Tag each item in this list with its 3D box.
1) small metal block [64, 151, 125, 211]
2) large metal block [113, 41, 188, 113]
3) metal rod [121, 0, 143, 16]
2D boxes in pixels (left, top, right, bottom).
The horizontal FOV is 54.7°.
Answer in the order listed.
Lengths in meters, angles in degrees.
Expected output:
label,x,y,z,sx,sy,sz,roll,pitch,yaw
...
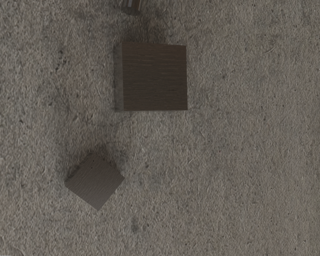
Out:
label,x,y,z,sx,sy,sz,roll,pitch,yaw
small metal block,-0.080,0.064,0.380,0.050,0.025,0.050,42,77,-15
large metal block,-0.013,-0.061,0.391,0.081,0.050,0.079,-2,91,-20
metal rod,-0.010,-0.295,0.404,0.025,0.025,0.298,12,86,-20
